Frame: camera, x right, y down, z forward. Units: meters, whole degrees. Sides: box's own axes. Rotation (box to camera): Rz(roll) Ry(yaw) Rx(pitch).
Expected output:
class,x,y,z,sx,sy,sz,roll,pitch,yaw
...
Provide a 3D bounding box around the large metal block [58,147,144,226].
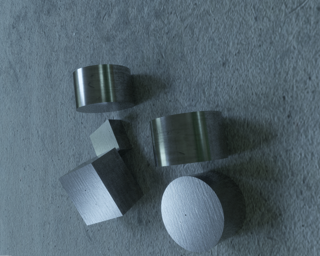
class,x,y,z,sx,sy,sz,roll,pitch,yaw
large metal block,-0.084,0.084,0.441,0.080,0.050,0.080,-26,96,37

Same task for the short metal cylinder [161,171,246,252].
class,x,y,z,sx,sy,sz,roll,pitch,yaw
short metal cylinder,0.048,0.091,0.349,0.080,0.050,0.079,0,90,40

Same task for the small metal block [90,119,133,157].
class,x,y,z,sx,sy,sz,roll,pitch,yaw
small metal block,-0.074,0.021,0.467,0.050,0.025,0.050,-37,67,33

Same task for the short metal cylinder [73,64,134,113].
class,x,y,z,sx,sy,sz,roll,pitch,yaw
short metal cylinder,-0.079,-0.053,0.434,0.080,0.081,0.050,-11,83,39

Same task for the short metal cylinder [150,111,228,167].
class,x,y,z,sx,sy,sz,roll,pitch,yaw
short metal cylinder,0.032,0.013,0.343,0.080,0.081,0.050,-12,83,39
